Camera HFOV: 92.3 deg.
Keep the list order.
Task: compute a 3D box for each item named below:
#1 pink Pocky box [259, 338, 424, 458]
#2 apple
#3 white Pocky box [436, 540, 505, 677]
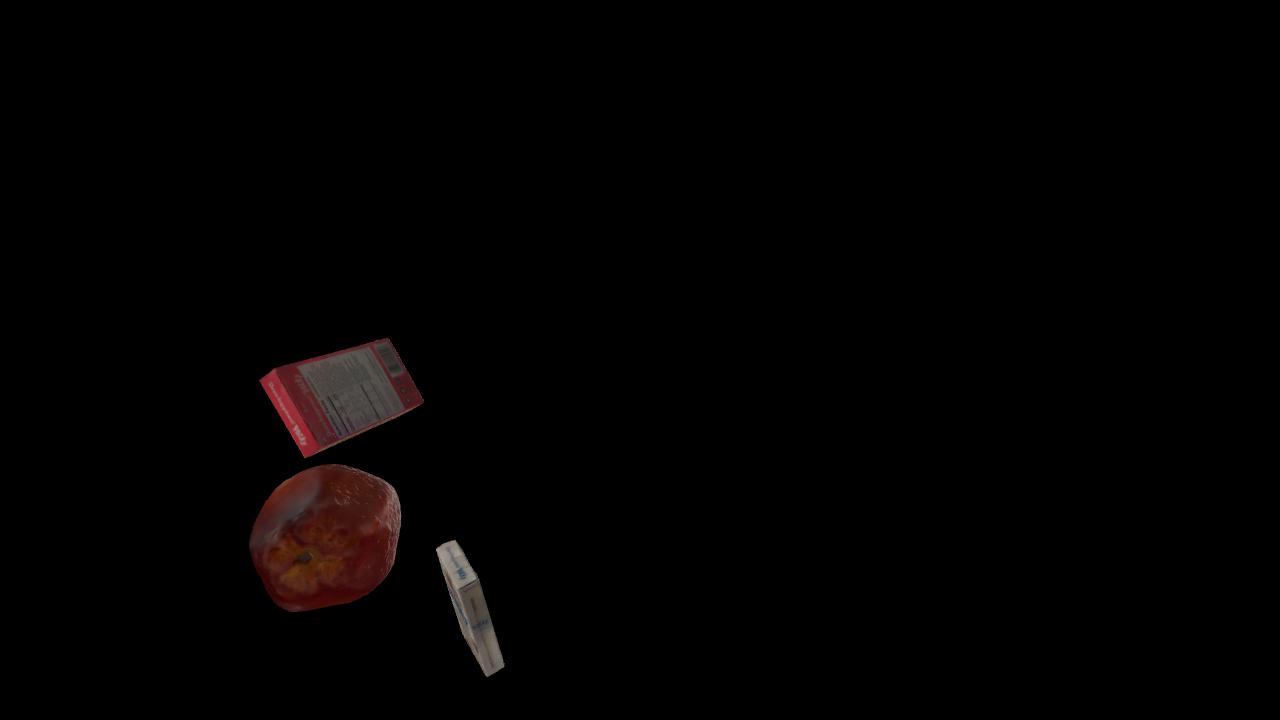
[{"bbox_3d":[-0.293,0.033,0.622,0.029,0.084,0.155,-28,3,20],"label":"pink Pocky box"},{"bbox_3d":[-0.174,0.099,0.344,0.079,0.079,0.093,0,1,-17],"label":"apple"},{"bbox_3d":[-0.206,0.303,0.748,0.028,0.154,0.084,-22,31,-28],"label":"white Pocky box"}]
